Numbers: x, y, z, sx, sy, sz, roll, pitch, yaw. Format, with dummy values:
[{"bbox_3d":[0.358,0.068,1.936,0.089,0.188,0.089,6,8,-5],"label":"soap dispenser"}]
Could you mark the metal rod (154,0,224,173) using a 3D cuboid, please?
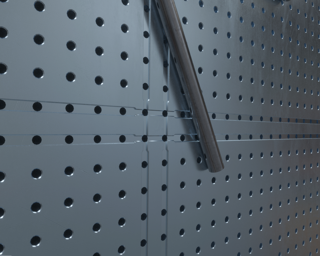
[{"bbox_3d":[0.041,-0.072,0.445,0.025,0.025,0.298,-31,110,-36],"label":"metal rod"}]
